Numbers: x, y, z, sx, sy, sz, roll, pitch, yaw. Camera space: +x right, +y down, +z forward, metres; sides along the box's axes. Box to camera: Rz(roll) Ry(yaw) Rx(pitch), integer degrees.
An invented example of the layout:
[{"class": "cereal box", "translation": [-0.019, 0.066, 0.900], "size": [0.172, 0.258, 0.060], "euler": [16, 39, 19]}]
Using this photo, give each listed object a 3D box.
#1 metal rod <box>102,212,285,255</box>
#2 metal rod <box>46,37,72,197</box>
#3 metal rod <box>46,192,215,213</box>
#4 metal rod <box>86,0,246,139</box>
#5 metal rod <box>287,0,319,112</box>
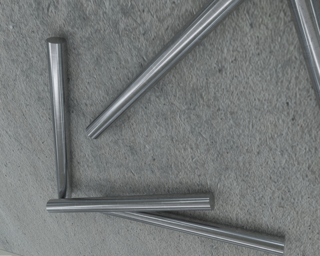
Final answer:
[{"class": "metal rod", "translation": [0.031, 0.148, 0.480], "size": [0.301, 0.025, 0.025], "euler": [5, 121, 25]}, {"class": "metal rod", "translation": [-0.156, 0.006, 0.490], "size": [0.025, 0.025, 0.298], "euler": [21, 126, 15]}, {"class": "metal rod", "translation": [-0.062, 0.121, 0.495], "size": [0.300, 0.025, 0.025], "euler": [-8, 115, 25]}, {"class": "metal rod", "translation": [-0.007, -0.067, 0.367], "size": [0.025, 0.025, 0.299], "euler": [47, 129, -5]}, {"class": "metal rod", "translation": [0.168, -0.025, 0.302], "size": [0.025, 0.025, 0.299], "euler": [-14, 112, 33]}]
